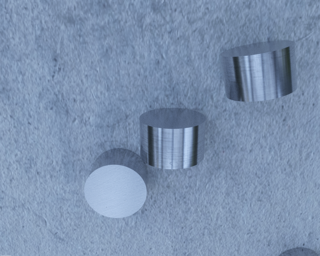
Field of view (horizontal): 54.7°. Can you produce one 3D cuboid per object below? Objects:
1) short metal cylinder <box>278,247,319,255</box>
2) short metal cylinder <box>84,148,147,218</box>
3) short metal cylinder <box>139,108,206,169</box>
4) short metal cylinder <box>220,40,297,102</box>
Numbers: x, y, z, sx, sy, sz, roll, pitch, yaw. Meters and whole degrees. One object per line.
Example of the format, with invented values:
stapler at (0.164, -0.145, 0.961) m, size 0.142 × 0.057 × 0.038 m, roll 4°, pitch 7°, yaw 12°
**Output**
short metal cylinder at (0.225, 0.238, 0.488) m, size 0.081 × 0.050 × 0.079 m, roll 0°, pitch 110°, yaw -1°
short metal cylinder at (-0.058, 0.074, 0.423) m, size 0.081 × 0.050 × 0.079 m, roll 0°, pitch 110°, yaw -1°
short metal cylinder at (0.015, 0.010, 0.385) m, size 0.081 × 0.080 × 0.050 m, roll 0°, pitch 110°, yaw 0°
short metal cylinder at (0.113, -0.067, 0.357) m, size 0.080 × 0.080 × 0.050 m, roll -11°, pitch 110°, yaw 4°
